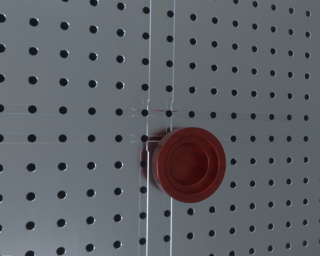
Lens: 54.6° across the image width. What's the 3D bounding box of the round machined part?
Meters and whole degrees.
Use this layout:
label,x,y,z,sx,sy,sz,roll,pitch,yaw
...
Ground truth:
label,x,y,z,sx,sy,sz,roll,pitch,yaw
round machined part,0.035,0.048,0.416,0.099,0.042,0.097,0,90,-20
